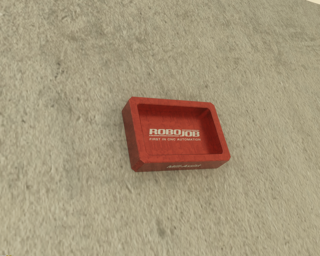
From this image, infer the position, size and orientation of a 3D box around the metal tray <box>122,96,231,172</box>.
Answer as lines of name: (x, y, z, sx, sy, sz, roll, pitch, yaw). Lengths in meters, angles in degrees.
metal tray: (0.022, 0.008, 0.406, 0.131, 0.030, 0.090, 2, 61, -27)
